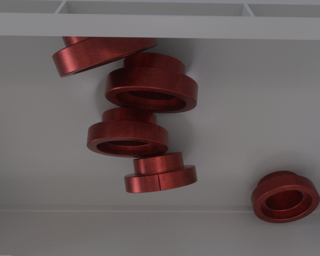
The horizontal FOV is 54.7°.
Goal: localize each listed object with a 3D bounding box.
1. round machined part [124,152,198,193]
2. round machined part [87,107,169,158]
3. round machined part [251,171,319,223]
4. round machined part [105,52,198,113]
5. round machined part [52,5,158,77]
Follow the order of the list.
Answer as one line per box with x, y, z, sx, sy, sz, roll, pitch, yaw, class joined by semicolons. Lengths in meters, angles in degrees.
0.000;0.058;0.424;0.098;0.098;0.042;-9;86;7;round machined part
-0.039;0.006;0.384;0.099;0.042;0.098;1;162;1;round machined part
0.193;0.105;0.489;0.099;0.042;0.097;0;130;0;round machined part
-0.008;-0.048;0.336;0.099;0.042;0.098;5;169;1;round machined part
-0.055;-0.084;0.296;0.098;0.098;0.042;-16;103;13;round machined part
